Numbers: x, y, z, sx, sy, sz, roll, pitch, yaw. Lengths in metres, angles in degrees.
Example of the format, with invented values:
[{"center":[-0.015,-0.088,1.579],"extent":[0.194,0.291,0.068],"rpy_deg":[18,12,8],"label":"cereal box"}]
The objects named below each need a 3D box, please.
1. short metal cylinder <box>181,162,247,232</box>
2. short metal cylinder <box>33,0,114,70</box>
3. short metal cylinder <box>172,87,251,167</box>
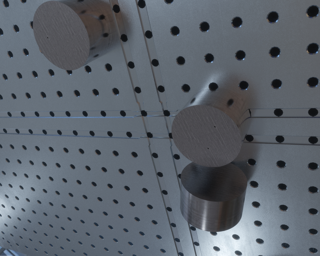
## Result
[{"center":[0.066,0.083,0.392],"extent":[0.080,0.080,0.050],"rpy_deg":[12,124,21],"label":"short metal cylinder"},{"center":[-0.105,-0.117,0.378],"extent":[0.080,0.050,0.079],"rpy_deg":[13,124,21],"label":"short metal cylinder"},{"center":[0.060,-0.001,0.362],"extent":[0.080,0.050,0.079],"rpy_deg":[13,124,21],"label":"short metal cylinder"}]
